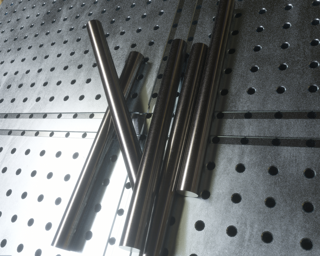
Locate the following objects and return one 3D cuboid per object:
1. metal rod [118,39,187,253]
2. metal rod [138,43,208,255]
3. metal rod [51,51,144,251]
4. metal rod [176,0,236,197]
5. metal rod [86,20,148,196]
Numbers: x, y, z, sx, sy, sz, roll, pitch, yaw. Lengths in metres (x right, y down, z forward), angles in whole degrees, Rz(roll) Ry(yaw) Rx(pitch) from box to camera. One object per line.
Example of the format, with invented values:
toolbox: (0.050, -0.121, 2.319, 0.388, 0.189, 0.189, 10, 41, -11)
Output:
metal rod: (0.000, -0.002, 0.389, 0.025, 0.025, 0.300, -4, 54, 26)
metal rod: (0.022, 0.017, 0.384, 0.025, 0.025, 0.300, 1, 62, 28)
metal rod: (-0.079, 0.016, 0.438, 0.025, 0.025, 0.300, 4, 63, 30)
metal rod: (0.066, -0.058, 0.408, 0.025, 0.025, 0.300, 1, 62, 28)
metal rod: (-0.062, -0.041, 0.434, 0.025, 0.025, 0.299, -26, 62, 12)
